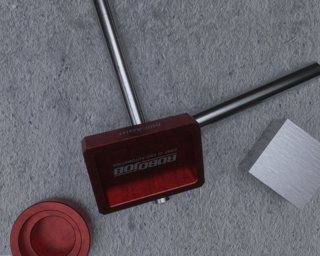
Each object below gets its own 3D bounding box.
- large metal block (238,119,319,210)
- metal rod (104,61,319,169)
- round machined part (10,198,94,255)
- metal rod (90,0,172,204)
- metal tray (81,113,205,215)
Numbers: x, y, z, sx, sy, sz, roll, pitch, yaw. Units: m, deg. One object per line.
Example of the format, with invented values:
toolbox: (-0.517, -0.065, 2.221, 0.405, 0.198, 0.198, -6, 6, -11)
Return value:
large metal block: (0.163, 0.044, 0.400, 0.080, 0.050, 0.080, 36, 90, -1)
metal rod: (0.070, -0.018, 0.395, 0.302, 0.025, 0.025, -23, 90, -7)
round machined part: (-0.135, 0.138, 0.400, 0.099, 0.042, 0.097, 0, 90, -1)
metal rod: (-0.041, -0.047, 0.409, 0.025, 0.025, 0.298, -17, 90, 0)
metal tray: (-0.016, 0.041, 0.361, 0.131, 0.030, 0.089, -14, 116, -12)
